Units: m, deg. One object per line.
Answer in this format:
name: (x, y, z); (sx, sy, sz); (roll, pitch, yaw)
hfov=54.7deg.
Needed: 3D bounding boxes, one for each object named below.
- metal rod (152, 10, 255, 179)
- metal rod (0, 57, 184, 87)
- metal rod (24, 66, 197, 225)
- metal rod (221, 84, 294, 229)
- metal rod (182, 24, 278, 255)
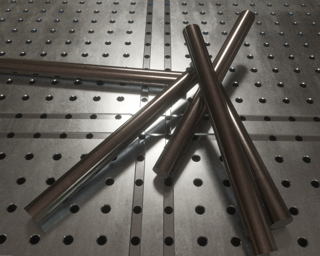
metal rod: (0.071, -0.062, 0.430); (0.025, 0.025, 0.300); (22, 63, 17)
metal rod: (-0.108, -0.086, 0.478); (0.302, 0.025, 0.025); (5, 50, 4)
metal rod: (-0.035, 0.002, 0.391); (0.025, 0.025, 0.301); (35, 62, 25)
metal rod: (0.095, -0.012, 0.418); (0.025, 0.025, 0.300); (-10, 51, -8)
metal rod: (0.074, -0.007, 0.372); (0.025, 0.025, 0.299); (-9, 64, -8)
